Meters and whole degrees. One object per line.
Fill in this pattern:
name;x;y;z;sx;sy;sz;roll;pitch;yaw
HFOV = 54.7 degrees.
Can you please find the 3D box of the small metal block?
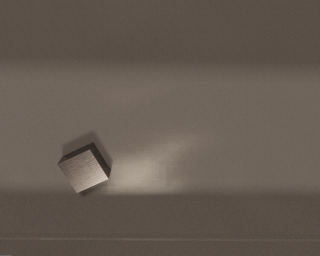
small metal block;-0.104;0.055;0.430;0.050;0.025;0.050;-25;109;8
